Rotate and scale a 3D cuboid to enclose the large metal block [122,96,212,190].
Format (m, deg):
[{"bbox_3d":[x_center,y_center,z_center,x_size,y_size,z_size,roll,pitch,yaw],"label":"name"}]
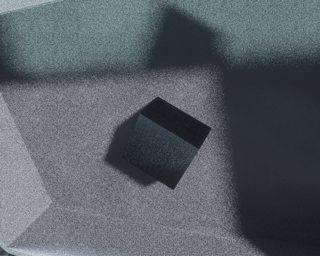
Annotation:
[{"bbox_3d":[0.007,0.020,0.400,0.080,0.050,0.079,31,128,7],"label":"large metal block"}]
